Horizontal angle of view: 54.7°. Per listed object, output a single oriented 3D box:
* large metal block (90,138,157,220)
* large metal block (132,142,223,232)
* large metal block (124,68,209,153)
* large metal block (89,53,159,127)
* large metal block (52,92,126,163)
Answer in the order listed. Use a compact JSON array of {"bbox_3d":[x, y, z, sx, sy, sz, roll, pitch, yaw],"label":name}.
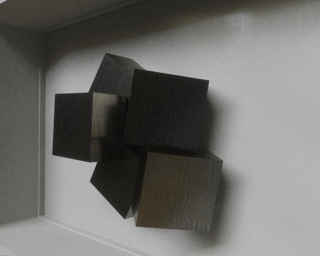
[{"bbox_3d":[-0.039,0.060,0.415,0.080,0.050,0.079,37,112,33],"label":"large metal block"},{"bbox_3d":[0.016,0.064,0.345,0.050,0.081,0.079,-138,57,-76],"label":"large metal block"},{"bbox_3d":[0.005,-0.021,0.355,0.081,0.050,0.079,8,97,-6],"label":"large metal block"},{"bbox_3d":[-0.050,-0.045,0.428,0.080,0.050,0.080,43,116,31],"label":"large metal block"},{"bbox_3d":[-0.091,-0.002,0.394,0.080,0.050,0.079,4,91,40],"label":"large metal block"}]
